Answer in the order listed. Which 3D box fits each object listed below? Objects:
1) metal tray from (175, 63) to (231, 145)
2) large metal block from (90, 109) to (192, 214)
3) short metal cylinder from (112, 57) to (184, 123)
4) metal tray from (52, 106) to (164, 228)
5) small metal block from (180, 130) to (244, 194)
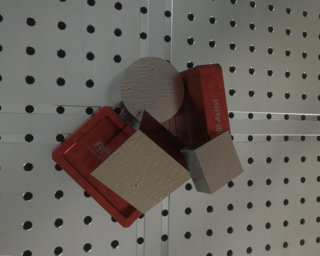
[{"bbox_3d":[0.051,-0.010,0.398,0.030,0.090,0.129,-10,94,-20],"label":"metal tray"},{"bbox_3d":[-0.019,0.040,0.360,0.080,0.050,0.080,41,112,-16],"label":"large metal block"},{"bbox_3d":[-0.016,-0.046,0.394,0.081,0.050,0.079,0,90,-21],"label":"short metal cylinder"},{"bbox_3d":[-0.057,0.048,0.389,0.090,0.030,0.130,-45,104,-15],"label":"metal tray"},{"bbox_3d":[0.057,0.036,0.335,0.050,0.025,0.050,-27,100,-30],"label":"small metal block"}]
